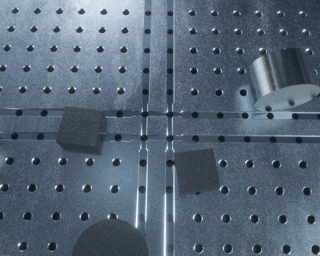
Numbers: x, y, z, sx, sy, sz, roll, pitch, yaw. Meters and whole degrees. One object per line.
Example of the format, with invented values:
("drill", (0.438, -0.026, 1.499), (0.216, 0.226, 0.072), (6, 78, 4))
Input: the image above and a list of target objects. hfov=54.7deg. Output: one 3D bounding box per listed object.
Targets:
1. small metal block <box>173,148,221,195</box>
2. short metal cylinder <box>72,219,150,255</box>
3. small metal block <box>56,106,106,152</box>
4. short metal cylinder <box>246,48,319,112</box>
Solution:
("small metal block", (0.045, 0.056, 0.392), (0.050, 0.025, 0.050), (-7, 70, -3))
("short metal cylinder", (-0.052, 0.144, 0.345), (0.081, 0.050, 0.080), (0, 70, 0))
("small metal block", (-0.104, 0.001, 0.410), (0.050, 0.025, 0.050), (7, 70, 2))
("short metal cylinder", (0.159, -0.060, 0.406), (0.081, 0.080, 0.050), (-7, 70, -3))
